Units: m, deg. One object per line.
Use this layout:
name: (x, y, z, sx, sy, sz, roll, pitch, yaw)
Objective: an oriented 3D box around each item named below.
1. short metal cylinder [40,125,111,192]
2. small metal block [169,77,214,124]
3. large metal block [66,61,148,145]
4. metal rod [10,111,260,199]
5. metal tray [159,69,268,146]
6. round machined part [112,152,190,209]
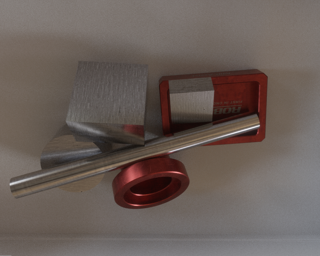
short metal cylinder: (-0.108, 0.037, 0.408, 0.081, 0.050, 0.079, 0, 110, -1)
small metal block: (0.037, -0.032, 0.375, 0.050, 0.025, 0.050, -4, 136, 1)
large metal block: (-0.056, -0.029, 0.361, 0.081, 0.080, 0.050, 3, 152, -1)
metal rod: (-0.024, 0.030, 0.376, 0.302, 0.025, 0.025, -15, 110, -7)
metal tray: (0.067, -0.024, 0.398, 0.131, 0.030, 0.089, -4, 110, 1)
round machined part: (-0.014, 0.065, 0.407, 0.099, 0.042, 0.097, -12, 145, -8)
